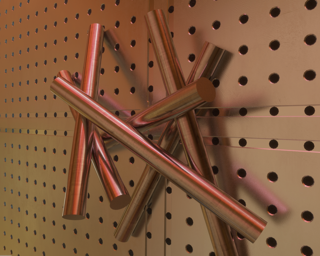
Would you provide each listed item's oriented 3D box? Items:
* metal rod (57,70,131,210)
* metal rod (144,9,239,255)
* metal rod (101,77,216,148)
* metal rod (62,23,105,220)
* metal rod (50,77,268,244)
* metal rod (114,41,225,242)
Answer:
[{"bbox_3d":[-0.108,-0.005,0.451,0.025,0.025,0.300,-60,41,23],"label":"metal rod"},{"bbox_3d":[0.035,0.010,0.355,0.025,0.025,0.299,-19,86,38],"label":"metal rod"},{"bbox_3d":[-0.044,0.003,0.406,0.299,0.025,0.025,-24,75,50],"label":"metal rod"},{"bbox_3d":[-0.099,-0.029,0.420,0.025,0.025,0.300,-28,50,37],"label":"metal rod"},{"bbox_3d":[-0.018,0.023,0.355,0.300,0.025,0.025,34,112,21],"label":"metal rod"},{"bbox_3d":[0.004,0.032,0.407,0.025,0.025,0.298,39,114,33],"label":"metal rod"}]
